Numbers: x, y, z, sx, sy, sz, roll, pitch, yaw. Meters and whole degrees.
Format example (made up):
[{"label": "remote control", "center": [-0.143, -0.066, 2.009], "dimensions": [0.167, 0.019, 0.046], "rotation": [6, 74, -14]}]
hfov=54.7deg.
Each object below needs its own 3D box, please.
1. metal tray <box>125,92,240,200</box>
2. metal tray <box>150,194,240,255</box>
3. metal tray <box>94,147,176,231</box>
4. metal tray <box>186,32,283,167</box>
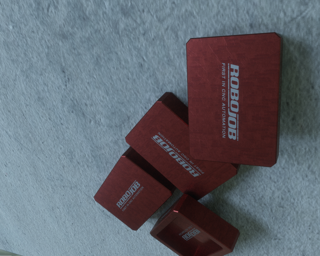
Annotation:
[{"label": "metal tray", "center": [0.028, 0.027, 0.404], "dimensions": [0.130, 0.030, 0.090], "rotation": [42, 129, -2]}, {"label": "metal tray", "center": [0.045, 0.153, 0.452], "dimensions": [0.090, 0.030, 0.129], "rotation": [35, 144, 4]}, {"label": "metal tray", "center": [-0.041, 0.097, 0.484], "dimensions": [0.090, 0.030, 0.129], "rotation": [38, 129, 2]}, {"label": "metal tray", "center": [0.077, -0.029, 0.322], "dimensions": [0.090, 0.030, 0.129], "rotation": [3, 105, 25]}]
